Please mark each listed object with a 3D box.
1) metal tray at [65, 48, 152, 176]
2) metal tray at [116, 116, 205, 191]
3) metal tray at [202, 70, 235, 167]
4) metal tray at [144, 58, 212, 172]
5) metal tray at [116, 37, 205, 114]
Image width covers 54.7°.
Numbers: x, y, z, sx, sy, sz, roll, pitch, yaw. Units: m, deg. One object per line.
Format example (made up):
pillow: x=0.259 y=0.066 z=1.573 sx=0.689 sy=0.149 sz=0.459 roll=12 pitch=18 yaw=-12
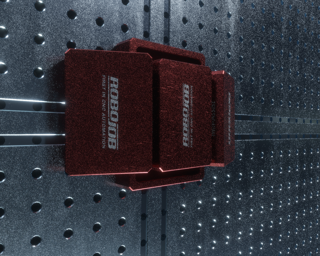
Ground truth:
metal tray: x=-0.056 y=-0.016 z=0.337 sx=0.091 sy=0.030 sz=0.129 roll=0 pitch=91 yaw=-14
metal tray: x=0.005 y=0.029 z=0.413 sx=0.131 sy=0.030 sz=0.089 roll=0 pitch=90 yaw=-40
metal tray: x=0.088 y=-0.013 z=0.457 sx=0.090 sy=0.030 sz=0.129 roll=-2 pitch=92 yaw=-67
metal tray: x=0.024 y=-0.015 z=0.389 sx=0.091 sy=0.030 sz=0.129 roll=-1 pitch=91 yaw=-40
metal tray: x=0.005 y=-0.061 z=0.412 sx=0.131 sy=0.030 sz=0.089 roll=0 pitch=90 yaw=-40
